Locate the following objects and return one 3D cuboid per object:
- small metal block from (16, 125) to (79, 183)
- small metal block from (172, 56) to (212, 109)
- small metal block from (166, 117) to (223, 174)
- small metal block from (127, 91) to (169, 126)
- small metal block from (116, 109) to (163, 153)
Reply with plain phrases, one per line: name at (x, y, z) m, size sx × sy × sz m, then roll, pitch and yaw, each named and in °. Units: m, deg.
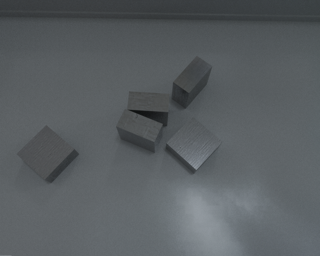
small metal block at (-0.142, 0.033, 0.396) m, size 0.050 × 0.025 × 0.050 m, roll 38°, pitch 74°, yaw 12°
small metal block at (0.042, -0.061, 0.419) m, size 0.025 × 0.050 × 0.050 m, roll 37°, pitch 74°, yaw 12°
small metal block at (0.043, 0.022, 0.402) m, size 0.050 × 0.025 × 0.050 m, roll 42°, pitch 75°, yaw 13°
small metal block at (-0.014, -0.024, 0.405) m, size 0.050 × 0.050 × 0.025 m, roll 4°, pitch 70°, yaw 1°
small metal block at (-0.025, 0.005, 0.394) m, size 0.050 × 0.050 × 0.025 m, roll 22°, pitch 72°, yaw 7°
